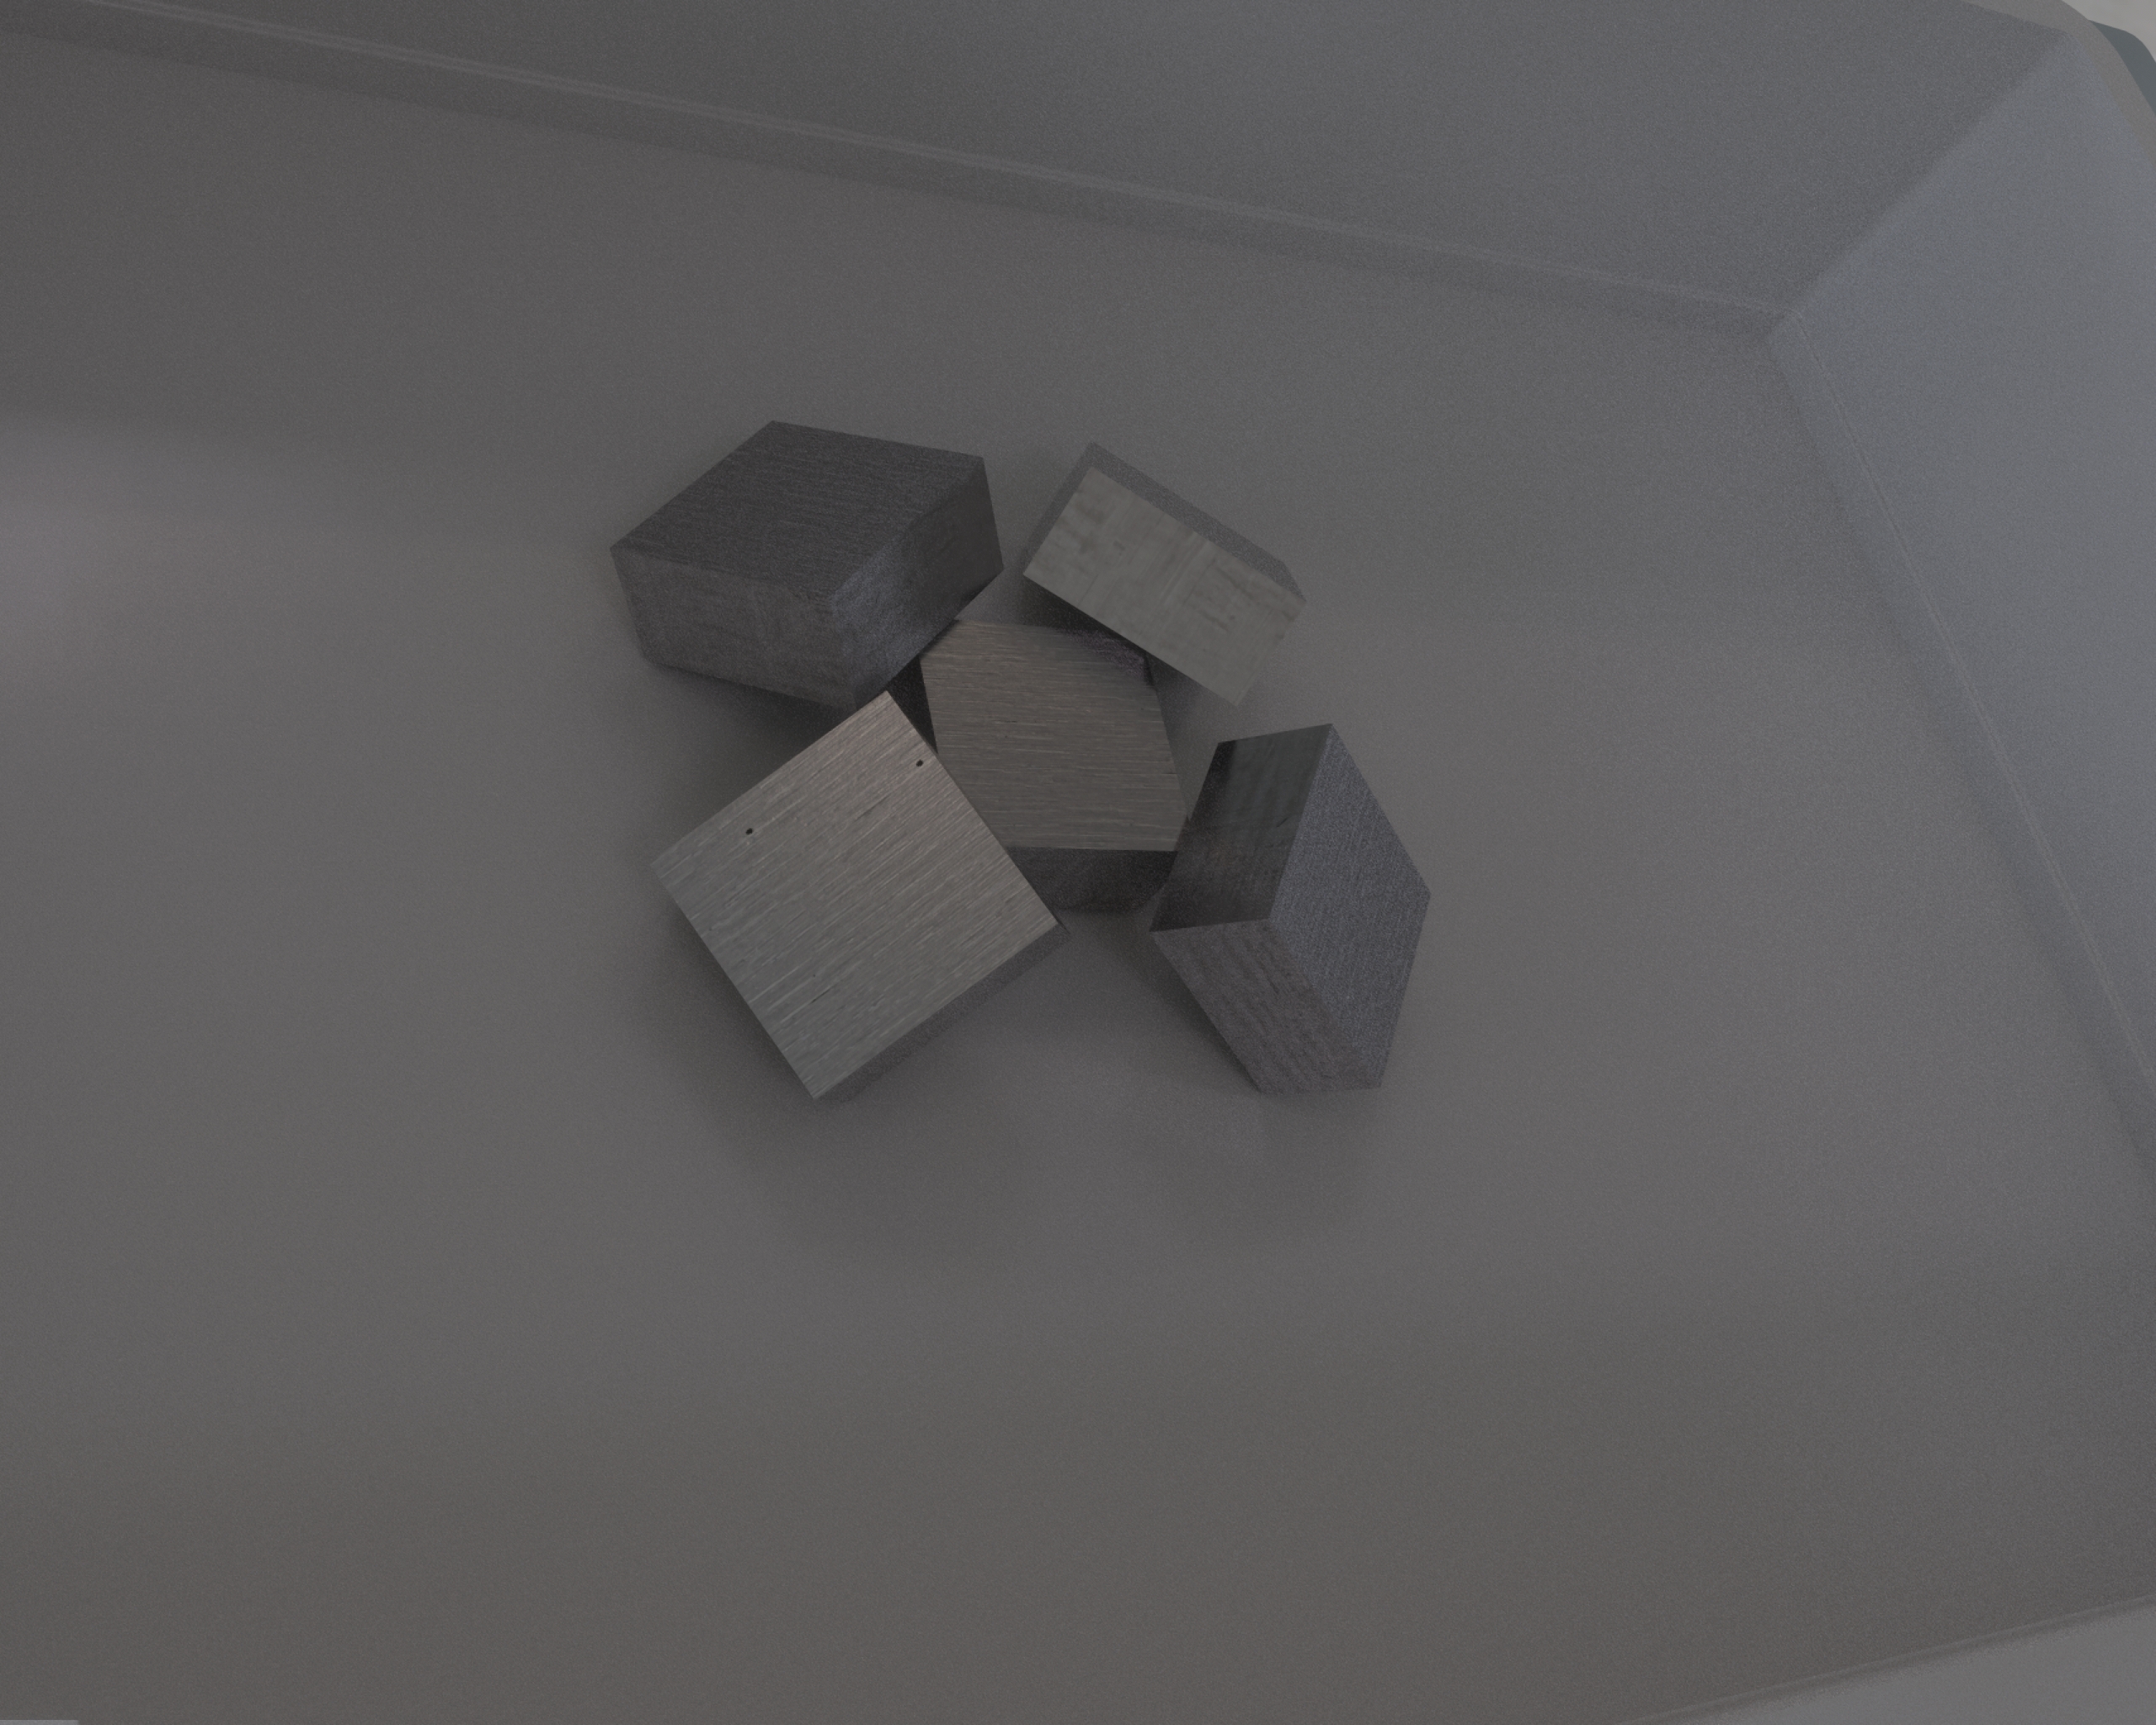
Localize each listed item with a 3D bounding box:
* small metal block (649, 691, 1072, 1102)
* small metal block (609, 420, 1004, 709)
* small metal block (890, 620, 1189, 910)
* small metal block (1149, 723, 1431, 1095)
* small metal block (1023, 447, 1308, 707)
[{"bbox_3d":[-0.037,0.007,0.364,0.050,0.025,0.050,-36,81,-1],"label":"small metal block"},{"bbox_3d":[-0.050,-0.057,0.395,0.050,0.025,0.050,15,45,27],"label":"small metal block"},{"bbox_3d":[-0.010,-0.019,0.408,0.050,0.025,0.050,2,61,-28],"label":"small metal block"},{"bbox_3d":[0.043,0.010,0.406,0.050,0.025,0.050,55,42,-35],"label":"small metal block"},{"bbox_3d":[0.017,-0.061,0.434,0.050,0.025,0.050,31,15,-9],"label":"small metal block"}]
